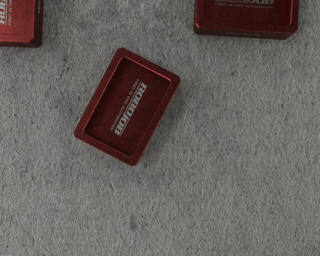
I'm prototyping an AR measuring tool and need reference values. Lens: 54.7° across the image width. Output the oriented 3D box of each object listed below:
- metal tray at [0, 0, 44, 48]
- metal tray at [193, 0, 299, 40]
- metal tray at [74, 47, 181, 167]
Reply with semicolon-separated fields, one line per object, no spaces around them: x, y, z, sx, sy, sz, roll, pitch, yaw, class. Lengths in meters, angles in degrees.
-0.203;-0.174;0.405;0.091;0.030;0.129;2;90;0;metal tray
0.113;-0.168;0.407;0.131;0.030;0.089;3;90;0;metal tray
-0.041;-0.027;0.406;0.090;0.030;0.130;28;90;0;metal tray
